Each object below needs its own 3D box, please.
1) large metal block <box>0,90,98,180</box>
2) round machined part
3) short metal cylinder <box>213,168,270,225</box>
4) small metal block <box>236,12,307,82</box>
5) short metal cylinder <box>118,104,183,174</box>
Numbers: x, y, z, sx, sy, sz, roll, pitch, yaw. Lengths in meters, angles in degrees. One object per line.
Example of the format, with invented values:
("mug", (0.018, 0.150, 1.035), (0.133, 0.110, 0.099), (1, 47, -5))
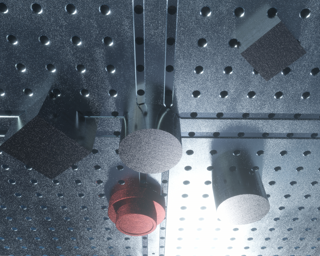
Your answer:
("large metal block", (-0.142, 0.012, 0.403), (0.080, 0.050, 0.080), (-33, 123, 24))
("round machined part", (-0.039, 0.147, 0.526), (0.099, 0.042, 0.097), (-1, 130, 0))
("short metal cylinder", (0.127, 0.109, 0.491), (0.081, 0.050, 0.079), (0, 130, 0))
("small metal block", (0.121, -0.088, 0.339), (0.050, 0.025, 0.050), (36, 121, -27))
("short metal cylinder", (-0.012, 0.015, 0.408), (0.081, 0.050, 0.079), (0, 130, 0))
